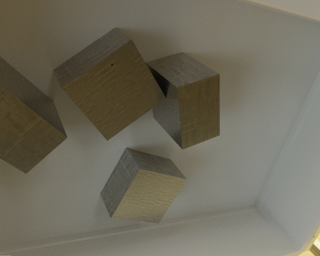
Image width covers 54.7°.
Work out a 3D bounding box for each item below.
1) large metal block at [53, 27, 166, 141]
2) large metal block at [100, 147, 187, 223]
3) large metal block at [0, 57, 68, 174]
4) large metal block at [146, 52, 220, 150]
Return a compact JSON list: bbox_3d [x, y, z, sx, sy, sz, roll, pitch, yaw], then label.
[{"bbox_3d":[-0.053,-0.047,0.336,0.080,0.050,0.080,-36,130,-4],"label":"large metal block"},{"bbox_3d":[-0.024,0.082,0.432,0.080,0.050,0.080,19,108,-36],"label":"large metal block"},{"bbox_3d":[-0.140,-0.017,0.286,0.050,0.080,0.080,-42,130,0],"label":"large metal block"},{"bbox_3d":[0.027,-0.035,0.368,0.050,0.080,0.079,-20,126,-17],"label":"large metal block"}]
